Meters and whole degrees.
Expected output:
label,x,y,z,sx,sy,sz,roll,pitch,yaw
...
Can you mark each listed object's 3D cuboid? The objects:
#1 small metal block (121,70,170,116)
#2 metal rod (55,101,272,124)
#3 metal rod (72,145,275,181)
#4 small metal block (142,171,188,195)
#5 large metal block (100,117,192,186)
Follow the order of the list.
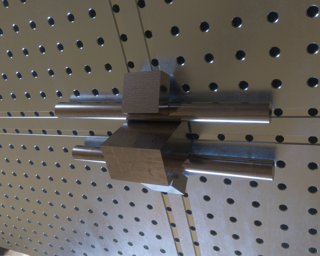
label,x,y,z,sx,sy,sz,roll,pitch,yaw
small metal block,-0.017,-0.041,0.375,0.050,0.025,0.050,1,84,27
metal rod,-0.015,-0.022,0.400,0.301,0.025,0.025,2,120,27
metal rod,0.000,0.045,0.434,0.301,0.025,0.025,2,120,27
small metal block,0.005,0.072,0.433,0.050,0.025,0.050,3,157,26
large metal block,-0.014,0.025,0.392,0.080,0.080,0.050,2,119,27
